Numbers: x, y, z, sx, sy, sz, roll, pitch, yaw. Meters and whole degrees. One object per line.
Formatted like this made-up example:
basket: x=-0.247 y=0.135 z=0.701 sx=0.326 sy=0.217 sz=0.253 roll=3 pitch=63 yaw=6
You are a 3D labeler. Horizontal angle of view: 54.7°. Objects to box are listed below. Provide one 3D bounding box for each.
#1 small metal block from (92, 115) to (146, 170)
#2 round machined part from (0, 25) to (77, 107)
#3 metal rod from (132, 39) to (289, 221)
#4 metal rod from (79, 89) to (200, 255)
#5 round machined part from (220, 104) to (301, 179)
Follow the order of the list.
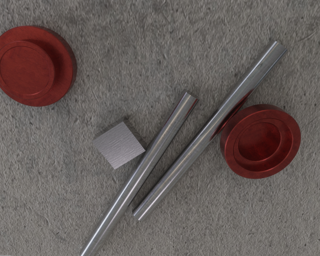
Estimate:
small metal block: x=-0.054 y=0.019 z=0.416 sx=0.050 sy=0.025 sz=0.050 roll=-32 pitch=107 yaw=11
round machined part: x=-0.154 y=-0.072 z=0.373 sx=0.099 sy=0.042 sz=0.097 roll=0 pitch=110 yaw=0
metal rod: x=0.057 y=0.014 z=0.415 sx=0.025 sy=0.025 sz=0.299 roll=34 pitch=106 yaw=-12
metal rod: x=-0.036 y=0.077 z=0.437 sx=0.025 sy=0.025 sz=0.298 roll=29 pitch=107 yaw=-11
round machined part: x=0.126 y=0.014 z=0.402 sx=0.099 sy=0.042 sz=0.097 roll=-3 pitch=115 yaw=-7
